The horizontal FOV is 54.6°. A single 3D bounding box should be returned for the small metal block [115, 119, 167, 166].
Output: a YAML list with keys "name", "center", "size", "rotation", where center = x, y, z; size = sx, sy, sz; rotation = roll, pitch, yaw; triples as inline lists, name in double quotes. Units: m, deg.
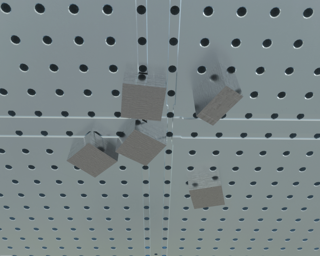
- name: "small metal block"
  center: [-0.026, 0.020, 0.428]
  size: [0.050, 0.025, 0.050]
  rotation: [28, 125, -22]

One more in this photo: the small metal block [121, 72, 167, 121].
- name: "small metal block"
  center: [-0.021, -0.038, 0.379]
  size: [0.050, 0.025, 0.050]
  rotation: [5, 130, -5]

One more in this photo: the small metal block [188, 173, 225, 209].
- name: "small metal block"
  center: [0.075, 0.102, 0.499]
  size: [0.050, 0.025, 0.050]
  rotation: [-11, 130, 9]

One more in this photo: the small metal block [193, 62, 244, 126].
- name: "small metal block"
  center: [0.066, -0.040, 0.362]
  size: [0.025, 0.050, 0.050]
  rotation: [28, 125, -22]

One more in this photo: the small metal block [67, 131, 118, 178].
- name: "small metal block"
  center: [-0.095, 0.038, 0.443]
  size: [0.050, 0.025, 0.050]
  rotation: [-36, 122, 26]
